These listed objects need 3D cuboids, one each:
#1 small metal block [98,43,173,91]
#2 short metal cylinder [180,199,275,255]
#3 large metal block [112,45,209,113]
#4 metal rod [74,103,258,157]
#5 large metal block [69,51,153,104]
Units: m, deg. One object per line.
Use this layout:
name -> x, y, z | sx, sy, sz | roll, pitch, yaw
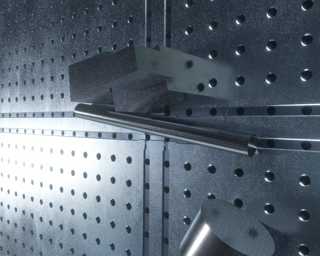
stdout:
small metal block -> -0.024, -0.058, 0.307 | 0.050, 0.050, 0.025 | -15, 81, 39
short metal cylinder -> 0.067, 0.119, 0.317 | 0.080, 0.081, 0.050 | 38, 113, 33
large metal block -> -0.001, -0.053, 0.373 | 0.080, 0.081, 0.050 | -17, 79, 38
metal rod -> -0.017, -0.005, 0.421 | 0.300, 0.025, 0.025 | 12, 98, 39
large metal block -> -0.066, -0.064, 0.426 | 0.080, 0.081, 0.050 | -7, 86, 39
